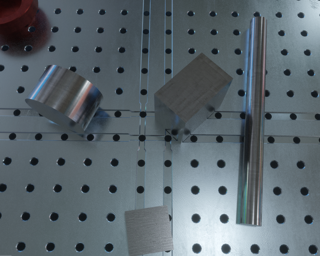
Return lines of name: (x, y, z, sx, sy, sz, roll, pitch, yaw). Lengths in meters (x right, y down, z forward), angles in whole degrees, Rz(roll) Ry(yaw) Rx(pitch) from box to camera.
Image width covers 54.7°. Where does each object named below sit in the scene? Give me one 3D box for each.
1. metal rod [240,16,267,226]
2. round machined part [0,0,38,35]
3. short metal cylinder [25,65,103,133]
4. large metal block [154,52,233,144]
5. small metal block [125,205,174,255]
metal rod: (0.129, -0.023, 0.421, 0.025, 0.025, 0.299, 8, 70, 2)
round machined part: (-0.233, -0.181, 0.466, 0.099, 0.042, 0.098, 0, 70, -1)
short metal cylinder: (-0.120, -0.035, 0.394, 0.080, 0.080, 0.050, 23, 72, 8)
large metal block: (0.039, -0.035, 0.396, 0.080, 0.080, 0.050, -43, 76, -14)
small metal block: (-0.013, 0.122, 0.367, 0.050, 0.025, 0.050, -8, 70, -3)
